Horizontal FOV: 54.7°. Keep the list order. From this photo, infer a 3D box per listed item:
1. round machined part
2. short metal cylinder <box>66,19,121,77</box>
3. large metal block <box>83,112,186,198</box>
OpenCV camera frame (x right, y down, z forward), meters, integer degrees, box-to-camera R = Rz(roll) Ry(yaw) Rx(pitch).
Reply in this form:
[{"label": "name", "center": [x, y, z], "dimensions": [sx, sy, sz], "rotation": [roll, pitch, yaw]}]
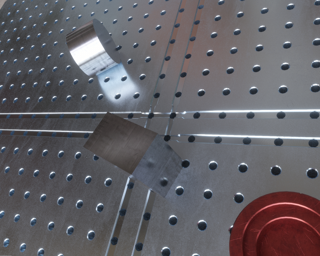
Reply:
[{"label": "round machined part", "center": [0.114, 0.109, 0.270], "dimensions": [0.098, 0.042, 0.098], "rotation": [-13, 56, 21]}, {"label": "short metal cylinder", "center": [-0.108, -0.131, 0.510], "dimensions": [0.050, 0.080, 0.080], "rotation": [-25, 53, 13]}, {"label": "large metal block", "center": [-0.028, 0.032, 0.368], "dimensions": [0.080, 0.080, 0.050], "rotation": [23, 74, 36]}]
